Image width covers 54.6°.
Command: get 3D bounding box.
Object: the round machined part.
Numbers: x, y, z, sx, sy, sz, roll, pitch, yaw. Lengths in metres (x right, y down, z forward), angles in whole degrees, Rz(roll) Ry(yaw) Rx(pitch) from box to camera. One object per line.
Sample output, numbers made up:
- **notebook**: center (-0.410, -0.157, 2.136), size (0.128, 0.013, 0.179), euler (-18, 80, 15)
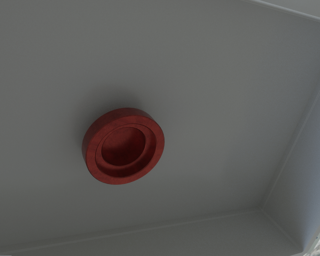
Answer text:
- **round machined part**: center (-0.047, 0.018, 0.383), size (0.099, 0.042, 0.097), euler (-14, 124, -21)
